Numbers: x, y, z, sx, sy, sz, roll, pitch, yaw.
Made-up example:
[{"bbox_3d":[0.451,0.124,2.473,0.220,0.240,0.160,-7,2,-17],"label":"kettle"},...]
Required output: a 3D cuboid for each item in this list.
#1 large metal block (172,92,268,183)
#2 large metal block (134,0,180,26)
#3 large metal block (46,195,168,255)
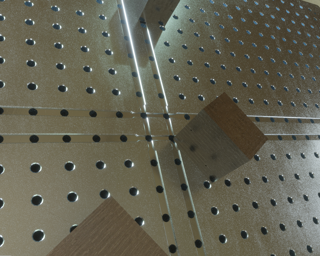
[{"bbox_3d":[0.076,0.014,0.404,0.080,0.080,0.050,49,51,6],"label":"large metal block"},{"bbox_3d":[-0.005,-0.231,0.511,0.050,0.080,0.080,2,61,-27],"label":"large metal block"},{"bbox_3d":[-0.053,0.125,0.287,0.080,0.050,0.080,46,51,4],"label":"large metal block"}]
